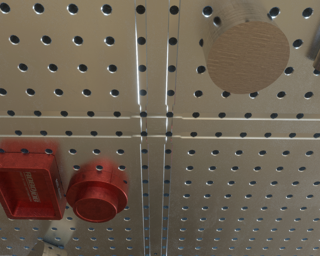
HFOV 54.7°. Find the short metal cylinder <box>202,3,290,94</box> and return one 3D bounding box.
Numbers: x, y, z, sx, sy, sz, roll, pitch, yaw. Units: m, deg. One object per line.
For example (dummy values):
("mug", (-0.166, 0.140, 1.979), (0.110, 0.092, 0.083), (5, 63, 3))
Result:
("short metal cylinder", (0.087, -0.083, 0.325), (0.081, 0.050, 0.079), (0, 130, 0))

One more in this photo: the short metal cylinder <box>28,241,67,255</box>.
("short metal cylinder", (-0.226, 0.268, 0.601), (0.050, 0.080, 0.080), (36, 121, -27))

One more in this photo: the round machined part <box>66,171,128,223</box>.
("round machined part", (-0.101, 0.116, 0.498), (0.099, 0.042, 0.097), (0, 130, 0))

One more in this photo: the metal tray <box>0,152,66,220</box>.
("metal tray", (-0.205, 0.095, 0.486), (0.091, 0.030, 0.129), (2, 130, -2))

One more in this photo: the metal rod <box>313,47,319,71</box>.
("metal rod", (0.197, -0.182, 0.257), (0.025, 0.025, 0.298), (3, 130, -2))
